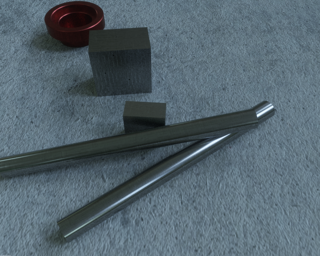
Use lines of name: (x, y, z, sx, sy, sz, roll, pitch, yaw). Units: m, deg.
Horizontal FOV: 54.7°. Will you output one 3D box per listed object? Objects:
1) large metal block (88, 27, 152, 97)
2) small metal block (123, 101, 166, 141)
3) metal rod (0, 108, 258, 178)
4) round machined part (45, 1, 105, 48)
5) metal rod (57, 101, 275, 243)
large metal block: (-0.055, -0.094, 0.446, 0.081, 0.080, 0.050, -5, 50, -5)
small metal block: (-0.018, -0.007, 0.392, 0.050, 0.050, 0.025, 3, 50, 2)
metal rod: (-0.035, 0.017, 0.368, 0.302, 0.025, 0.025, -11, 51, -2)
round machined part: (-0.145, -0.177, 0.539, 0.099, 0.042, 0.098, 0, 50, 0)
metal rod: (0.025, 0.040, 0.370, 0.302, 0.025, 0.025, -28, 56, -22)
